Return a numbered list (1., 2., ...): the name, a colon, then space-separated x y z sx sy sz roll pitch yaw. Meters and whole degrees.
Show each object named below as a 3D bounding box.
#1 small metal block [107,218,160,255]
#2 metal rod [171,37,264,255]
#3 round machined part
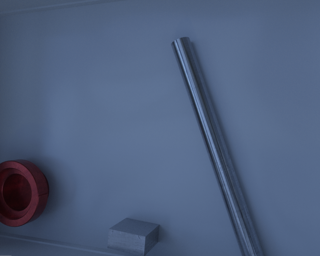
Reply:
1. small metal block: -0.034 0.142 0.408 0.050 0.050 0.025 5 92 19
2. metal rod: 0.072 0.030 0.384 0.025 0.025 0.299 -20 84 18
3. round machined part: -0.211 0.096 0.474 0.098 0.042 0.097 0 90 19
